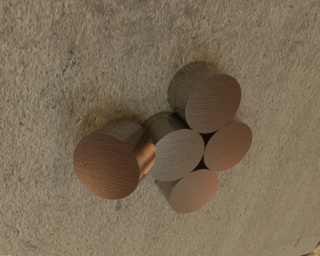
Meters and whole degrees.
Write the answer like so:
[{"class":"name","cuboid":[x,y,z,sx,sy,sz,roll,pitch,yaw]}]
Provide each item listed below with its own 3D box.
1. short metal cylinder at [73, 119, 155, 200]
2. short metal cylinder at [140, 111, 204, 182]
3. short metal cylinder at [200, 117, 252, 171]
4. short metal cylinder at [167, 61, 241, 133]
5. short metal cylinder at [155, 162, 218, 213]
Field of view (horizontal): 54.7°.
[{"class":"short metal cylinder","cuboid":[-0.051,0.035,0.359,0.080,0.050,0.079,6,111,17]},{"class":"short metal cylinder","cuboid":[0.011,0.024,0.413,0.081,0.050,0.079,-14,124,-21]},{"class":"short metal cylinder","cuboid":[0.085,0.015,0.448,0.081,0.050,0.079,-14,124,-21]},{"class":"short metal cylinder","cuboid":[0.056,-0.040,0.398,0.081,0.050,0.079,-14,124,-21]},{"class":"short metal cylinder","cuboid":[0.039,0.080,0.463,0.081,0.050,0.079,-14,124,-21]}]
